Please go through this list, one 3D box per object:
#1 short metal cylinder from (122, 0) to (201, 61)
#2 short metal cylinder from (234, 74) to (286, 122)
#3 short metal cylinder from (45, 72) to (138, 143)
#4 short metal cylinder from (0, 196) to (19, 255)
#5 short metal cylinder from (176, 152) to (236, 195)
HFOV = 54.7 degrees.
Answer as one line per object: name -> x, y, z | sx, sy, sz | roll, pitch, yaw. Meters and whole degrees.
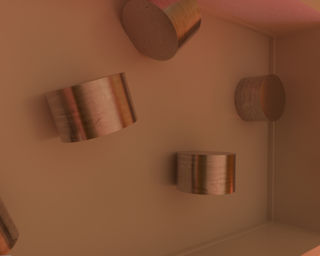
short metal cylinder -> 0.002, -0.129, 0.374 | 0.050, 0.080, 0.080 | -50, 120, -29
short metal cylinder -> 0.175, -0.051, 0.540 | 0.081, 0.050, 0.079 | 0, 90, -40
short metal cylinder -> -0.068, -0.023, 0.315 | 0.081, 0.080, 0.050 | -24, 106, -38
short metal cylinder -> -0.160, 0.081, 0.238 | 0.081, 0.080, 0.050 | -30, 109, -36
short metal cylinder -> 0.063, 0.059, 0.426 | 0.081, 0.080, 0.050 | 2, 89, -40
